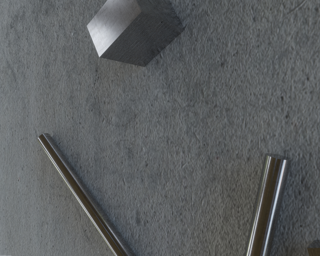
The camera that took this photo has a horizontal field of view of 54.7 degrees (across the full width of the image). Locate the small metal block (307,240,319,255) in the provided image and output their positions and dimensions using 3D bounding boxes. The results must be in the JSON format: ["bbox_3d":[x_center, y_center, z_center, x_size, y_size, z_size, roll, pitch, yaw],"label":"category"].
[{"bbox_3d":[0.164,0.126,0.269,0.050,0.025,0.050,-19,78,38],"label":"small metal block"}]

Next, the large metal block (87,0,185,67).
[{"bbox_3d":[-0.030,-0.127,0.392,0.080,0.081,0.050,-36,68,34],"label":"large metal block"}]

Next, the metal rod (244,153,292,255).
[{"bbox_3d":[0.093,0.174,0.326,0.025,0.025,0.298,15,100,38],"label":"metal rod"}]

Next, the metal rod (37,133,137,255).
[{"bbox_3d":[-0.125,0.110,0.504,0.300,0.025,0.025,44,116,30],"label":"metal rod"}]
